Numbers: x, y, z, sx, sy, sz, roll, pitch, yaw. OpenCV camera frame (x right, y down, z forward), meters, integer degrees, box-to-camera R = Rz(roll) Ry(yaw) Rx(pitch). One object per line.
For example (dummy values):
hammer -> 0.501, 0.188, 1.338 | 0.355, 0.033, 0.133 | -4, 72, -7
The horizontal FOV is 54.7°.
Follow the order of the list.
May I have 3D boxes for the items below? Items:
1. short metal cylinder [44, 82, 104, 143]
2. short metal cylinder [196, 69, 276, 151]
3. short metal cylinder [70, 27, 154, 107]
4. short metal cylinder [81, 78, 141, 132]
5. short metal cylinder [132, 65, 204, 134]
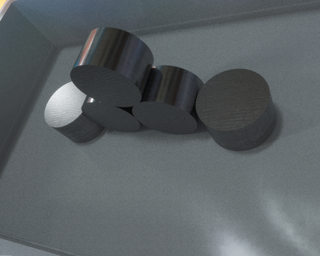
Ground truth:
short metal cylinder -> -0.125, -0.024, 0.468 | 0.080, 0.050, 0.080 | -13, 56, 21
short metal cylinder -> 0.087, -0.021, 0.354 | 0.080, 0.050, 0.080 | -13, 56, 21
short metal cylinder -> -0.052, -0.066, 0.348 | 0.080, 0.080, 0.050 | 2, 63, 29
short metal cylinder -> -0.059, -0.035, 0.420 | 0.080, 0.080, 0.050 | 2, 63, 29
short metal cylinder -> 0.012, -0.032, 0.382 | 0.080, 0.080, 0.050 | 2, 63, 29
